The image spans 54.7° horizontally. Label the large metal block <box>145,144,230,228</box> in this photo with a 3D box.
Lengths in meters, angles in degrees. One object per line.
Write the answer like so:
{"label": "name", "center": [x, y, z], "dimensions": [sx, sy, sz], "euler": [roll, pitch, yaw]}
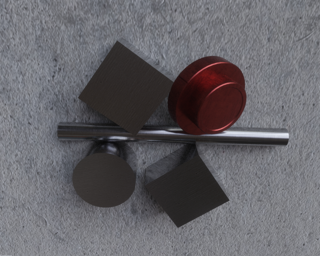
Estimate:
{"label": "large metal block", "center": [0.036, 0.076, 0.426], "dimensions": [0.080, 0.050, 0.080], "euler": [-31, 108, 10]}

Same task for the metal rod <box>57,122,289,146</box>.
{"label": "metal rod", "center": [0.018, 0.008, 0.415], "dimensions": [0.302, 0.025, 0.025], "euler": [2, 110, -1]}

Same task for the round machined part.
{"label": "round machined part", "center": [0.062, -0.031, 0.366], "dimensions": [0.099, 0.042, 0.097], "euler": [-17, 130, -22]}

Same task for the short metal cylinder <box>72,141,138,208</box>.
{"label": "short metal cylinder", "center": [-0.071, 0.059, 0.418], "dimensions": [0.081, 0.050, 0.079], "euler": [0, 110, -1]}

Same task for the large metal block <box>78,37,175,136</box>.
{"label": "large metal block", "center": [-0.038, -0.051, 0.376], "dimensions": [0.080, 0.050, 0.080], "euler": [35, 106, -12]}
